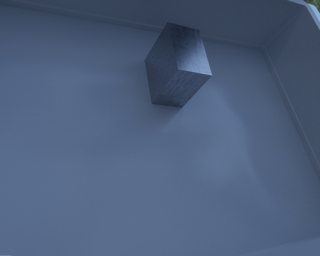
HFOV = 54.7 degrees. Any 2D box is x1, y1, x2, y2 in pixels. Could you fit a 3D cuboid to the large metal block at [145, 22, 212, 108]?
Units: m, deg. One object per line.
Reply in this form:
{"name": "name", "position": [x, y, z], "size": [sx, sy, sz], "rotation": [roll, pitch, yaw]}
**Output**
{"name": "large metal block", "position": [0.022, -0.086, 0.436], "size": [0.050, 0.080, 0.080], "rotation": [5, 60, -26]}
